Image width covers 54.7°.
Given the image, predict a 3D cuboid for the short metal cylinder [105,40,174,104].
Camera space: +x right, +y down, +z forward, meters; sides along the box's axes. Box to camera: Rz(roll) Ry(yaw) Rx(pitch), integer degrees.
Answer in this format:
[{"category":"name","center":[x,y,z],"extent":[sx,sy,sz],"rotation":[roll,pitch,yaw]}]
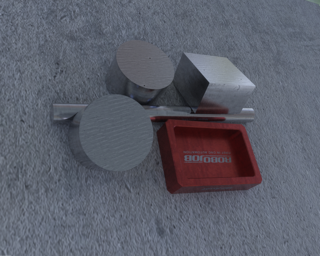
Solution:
[{"category":"short metal cylinder","center":[-0.028,-0.071,0.417],"extent":[0.081,0.050,0.080],"rotation":[14,56,-21]}]

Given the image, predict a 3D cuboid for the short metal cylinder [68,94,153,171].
[{"category":"short metal cylinder","center":[-0.055,0.007,0.339],"extent":[0.081,0.050,0.080],"rotation":[5,80,-28]}]

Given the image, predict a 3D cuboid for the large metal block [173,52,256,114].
[{"category":"large metal block","center":[0.076,-0.065,0.454],"extent":[0.081,0.050,0.080],"rotation":[-1,41,-29]}]

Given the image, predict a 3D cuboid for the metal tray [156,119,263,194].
[{"category":"metal tray","center":[0.066,0.037,0.414],"extent":[0.131,0.030,0.090],"rotation":[3,60,-27]}]

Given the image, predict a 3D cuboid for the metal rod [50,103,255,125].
[{"category":"metal rod","center":[0.010,-0.018,0.423],"extent":[0.303,0.025,0.025],"rotation":[-1,62,-29]}]
